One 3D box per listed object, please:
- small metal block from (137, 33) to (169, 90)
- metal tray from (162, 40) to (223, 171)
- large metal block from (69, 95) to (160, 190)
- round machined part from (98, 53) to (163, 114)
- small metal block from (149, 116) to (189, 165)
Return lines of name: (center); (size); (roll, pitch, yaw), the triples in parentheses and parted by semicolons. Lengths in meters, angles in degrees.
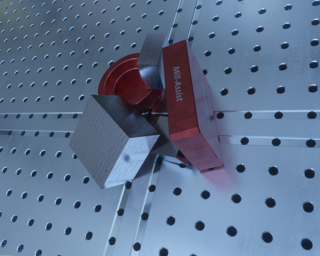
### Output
small metal block: (-0.005, -0.083, 0.392); (0.025, 0.050, 0.050); (7, 63, 16)
metal tray: (0.038, -0.027, 0.362); (0.030, 0.090, 0.130); (-16, 55, 19)
large metal block: (-0.059, 0.015, 0.383); (0.080, 0.050, 0.079); (46, 120, 28)
round machined part: (-0.037, -0.058, 0.450); (0.098, 0.042, 0.098); (-13, 56, 20)
small metal block: (0.016, 0.015, 0.383); (0.050, 0.025, 0.050); (8, 69, 43)
